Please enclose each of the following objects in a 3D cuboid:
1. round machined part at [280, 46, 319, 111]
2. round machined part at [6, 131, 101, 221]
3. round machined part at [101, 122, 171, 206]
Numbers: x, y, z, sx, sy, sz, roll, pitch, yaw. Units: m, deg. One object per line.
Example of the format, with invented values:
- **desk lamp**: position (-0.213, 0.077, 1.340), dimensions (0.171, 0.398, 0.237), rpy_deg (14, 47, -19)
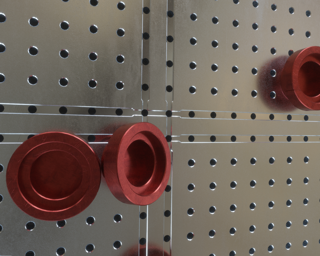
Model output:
- **round machined part**: position (0.231, -0.075, 0.488), dimensions (0.099, 0.042, 0.097), rpy_deg (0, 90, -20)
- **round machined part**: position (-0.117, 0.052, 0.355), dimensions (0.099, 0.042, 0.097), rpy_deg (0, 92, -10)
- **round machined part**: position (-0.032, 0.043, 0.376), dimensions (0.099, 0.042, 0.098), rpy_deg (8, 80, -52)
